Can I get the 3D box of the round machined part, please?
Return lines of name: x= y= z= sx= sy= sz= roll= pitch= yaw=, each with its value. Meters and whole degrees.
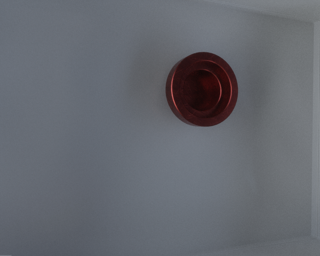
round machined part: x=0.053 y=-0.051 z=0.422 sx=0.099 sy=0.042 sz=0.097 roll=0 pitch=90 yaw=-21
